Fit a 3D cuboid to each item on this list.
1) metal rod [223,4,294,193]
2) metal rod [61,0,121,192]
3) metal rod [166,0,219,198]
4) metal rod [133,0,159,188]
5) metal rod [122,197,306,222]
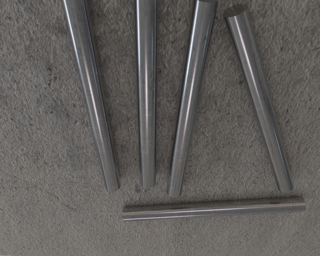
[{"bbox_3d":[0.136,-0.013,0.396,0.025,0.025,0.299,-19,128,15],"label":"metal rod"},{"bbox_3d":[-0.078,-0.024,0.385,0.025,0.025,0.298,-2,130,1],"label":"metal rod"},{"bbox_3d":[0.033,-0.013,0.396,0.025,0.025,0.298,3,130,-3],"label":"metal rod"},{"bbox_3d":[-0.016,-0.031,0.380,0.025,0.025,0.298,1,130,-1],"label":"metal rod"},{"bbox_3d":[0.088,0.138,0.524,0.302,0.025,0.025,-4,130,3],"label":"metal rod"}]
